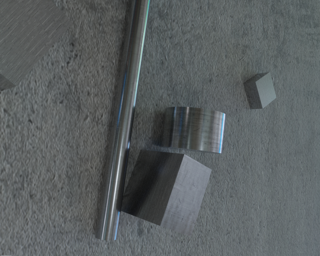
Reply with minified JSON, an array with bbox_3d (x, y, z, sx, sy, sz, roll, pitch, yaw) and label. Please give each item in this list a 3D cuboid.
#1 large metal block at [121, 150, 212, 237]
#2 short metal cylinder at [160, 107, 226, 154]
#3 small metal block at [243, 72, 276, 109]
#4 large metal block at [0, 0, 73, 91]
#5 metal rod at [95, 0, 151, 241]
[{"bbox_3d":[0.005,0.075,0.373,0.050,0.080,0.080,32,70,-36],"label":"large metal block"},{"bbox_3d":[0.043,0.004,0.405,0.081,0.080,0.050,11,83,-40],"label":"short metal cylinder"},{"bbox_3d":[0.179,-0.067,0.555,0.050,0.025,0.050,-33,111,-35],"label":"small metal block"},{"bbox_3d":[-0.140,-0.091,0.271,0.080,0.050,0.080,45,63,-31],"label":"large metal block"},{"bbox_3d":[-0.042,-0.022,0.369,0.025,0.025,0.298,13,82,-39],"label":"metal rod"}]
